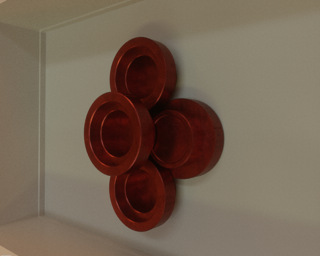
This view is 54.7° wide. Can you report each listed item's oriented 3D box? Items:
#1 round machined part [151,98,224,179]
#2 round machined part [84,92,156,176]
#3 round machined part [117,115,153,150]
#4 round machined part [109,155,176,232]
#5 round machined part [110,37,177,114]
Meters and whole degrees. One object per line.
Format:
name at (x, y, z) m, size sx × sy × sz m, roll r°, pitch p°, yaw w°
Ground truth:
round machined part at (0.023, 0.013, 0.372) m, size 0.098 × 0.042 × 0.097 m, roll 0°, pitch 90°, yaw 39°
round machined part at (-0.044, 0.007, 0.373) m, size 0.098 × 0.042 × 0.097 m, roll 0°, pitch 90°, yaw 39°
round machined part at (-0.053, 0.009, 0.435) m, size 0.098 × 0.042 × 0.097 m, roll 0°, pitch 90°, yaw 39°
round machined part at (-0.018, 0.081, 0.406) m, size 0.098 × 0.042 × 0.097 m, roll 0°, pitch 90°, yaw 39°
round machined part at (-0.017, -0.065, 0.405) m, size 0.098 × 0.042 × 0.097 m, roll 0°, pitch 90°, yaw 39°
